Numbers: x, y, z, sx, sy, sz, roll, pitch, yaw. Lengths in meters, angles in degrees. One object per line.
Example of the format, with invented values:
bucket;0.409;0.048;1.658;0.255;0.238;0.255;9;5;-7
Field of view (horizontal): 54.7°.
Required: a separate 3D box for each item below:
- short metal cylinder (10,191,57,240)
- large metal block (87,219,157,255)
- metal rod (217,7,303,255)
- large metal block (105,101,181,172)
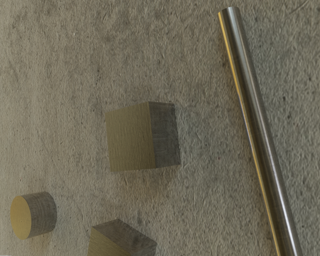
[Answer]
short metal cylinder;-0.240;0.164;0.587;0.080;0.050;0.080;0;90;40
large metal block;-0.057;0.187;0.436;0.080;0.050;0.079;18;101;38
metal rod;0.104;0.017;0.318;0.025;0.025;0.299;-19;78;38
large metal block;-0.023;0.013;0.408;0.080;0.050;0.080;-11;83;39
